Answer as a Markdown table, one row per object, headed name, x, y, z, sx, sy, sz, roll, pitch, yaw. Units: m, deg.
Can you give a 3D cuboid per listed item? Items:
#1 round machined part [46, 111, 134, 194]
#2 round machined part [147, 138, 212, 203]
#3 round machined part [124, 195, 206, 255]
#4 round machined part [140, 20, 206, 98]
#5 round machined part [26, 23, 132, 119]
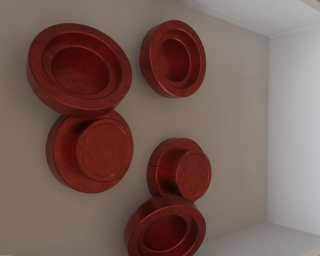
| name | x | y | z | sx | sy | sz | roll | pitch | yaw |
| --- | --- | --- | --- | --- | --- | --- | --- | --- | --- |
| round machined part | -0.069 | 0.023 | 0.340 | 0.099 | 0.042 | 0.097 | 0 | 90 | -40 |
| round machined part | 0.033 | 0.063 | 0.426 | 0.099 | 0.042 | 0.097 | 0 | 90 | -40 |
| round machined part | 0.004 | 0.124 | 0.383 | 0.099 | 0.042 | 0.097 | -8 | 115 | -17 |
| round machined part | 0.013 | -0.088 | 0.408 | 0.099 | 0.042 | 0.097 | 0 | 90 | -40 |
| round machined part | -0.082 | -0.053 | 0.312 | 0.099 | 0.042 | 0.098 | 12 | 61 | -23 |
